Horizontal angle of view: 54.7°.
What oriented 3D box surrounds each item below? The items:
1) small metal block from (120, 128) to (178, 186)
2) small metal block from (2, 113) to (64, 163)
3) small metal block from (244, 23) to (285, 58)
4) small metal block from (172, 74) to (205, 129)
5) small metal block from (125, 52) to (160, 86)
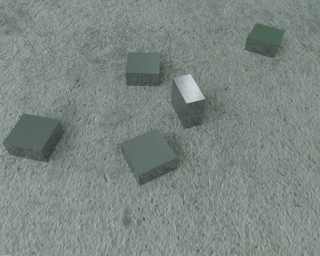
[{"bbox_3d":[-0.014,0.034,0.374,0.050,0.025,0.050,-22,54,-18],"label":"small metal block"},{"bbox_3d":[-0.158,0.012,0.392,0.050,0.025,0.050,10,51,8],"label":"small metal block"},{"bbox_3d":[0.179,-0.150,0.531,0.050,0.025,0.050,23,53,18],"label":"small metal block"},{"bbox_3d":[0.037,-0.035,0.417,0.025,0.050,0.050,-14,52,-12],"label":"small metal block"},{"bbox_3d":[-0.025,-0.092,0.480,0.050,0.025,0.050,1,50,1],"label":"small metal block"}]
